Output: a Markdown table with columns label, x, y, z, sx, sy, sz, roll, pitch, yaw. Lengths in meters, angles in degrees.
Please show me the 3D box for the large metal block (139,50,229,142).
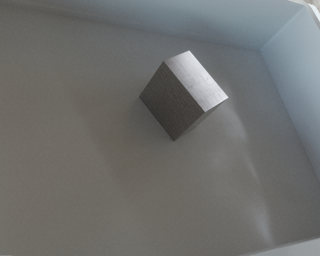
| label | x | y | z | sx | sy | sz | roll | pitch | yaw |
| --- | --- | --- | --- | --- | --- | --- | --- | --- | --- |
| large metal block | 0.028 | -0.041 | 0.412 | 0.050 | 0.080 | 0.080 | -31 | 79 | -38 |
